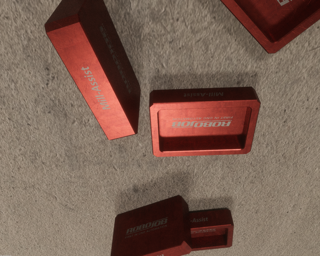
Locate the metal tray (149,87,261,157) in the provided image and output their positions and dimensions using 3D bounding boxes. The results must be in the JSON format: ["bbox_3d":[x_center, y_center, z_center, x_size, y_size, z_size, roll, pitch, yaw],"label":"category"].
[{"bbox_3d":[0.054,-0.006,0.399,0.131,0.030,0.089,-2,130,1],"label":"metal tray"}]

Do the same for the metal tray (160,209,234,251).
[{"bbox_3d":[0.063,0.188,0.557,0.131,0.030,0.090,-7,135,3],"label":"metal tray"}]

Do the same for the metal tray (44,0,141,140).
[{"bbox_3d":[-0.057,-0.063,0.309,0.030,0.090,0.129,-14,129,11],"label":"metal tray"}]

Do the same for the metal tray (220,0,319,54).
[{"bbox_3d":[0.100,-0.142,0.284,0.130,0.030,0.090,36,121,-27],"label":"metal tray"}]

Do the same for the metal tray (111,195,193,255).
[{"bbox_3d":[-0.015,0.172,0.511,0.130,0.090,0.030,-22,127,17],"label":"metal tray"}]
